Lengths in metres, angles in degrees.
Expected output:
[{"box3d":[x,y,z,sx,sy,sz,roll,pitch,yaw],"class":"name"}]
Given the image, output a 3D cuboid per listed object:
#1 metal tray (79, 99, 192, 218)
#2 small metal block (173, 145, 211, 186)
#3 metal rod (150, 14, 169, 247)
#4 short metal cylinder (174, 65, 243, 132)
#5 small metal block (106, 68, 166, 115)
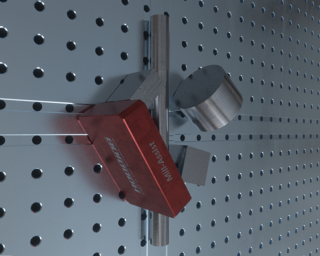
[{"box3d":[-0.028,0.034,0.344,0.030,0.090,0.129,-40,115,-33],"class":"metal tray"},{"box3d":[0.043,0.054,0.449,0.050,0.025,0.050,19,78,-39],"class":"small metal block"},{"box3d":[-0.001,0.003,0.410,0.025,0.025,0.298,0,90,-40],"class":"metal rod"},{"box3d":[0.067,-0.041,0.431,0.050,0.080,0.080,46,63,-31],"class":"short metal cylinder"},{"box3d":[-0.029,-0.042,0.369,0.025,0.050,0.050,49,61,-29],"class":"small metal block"}]
